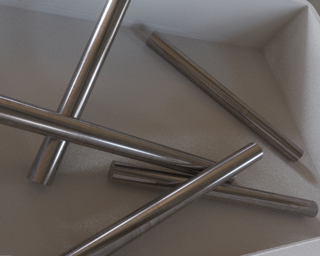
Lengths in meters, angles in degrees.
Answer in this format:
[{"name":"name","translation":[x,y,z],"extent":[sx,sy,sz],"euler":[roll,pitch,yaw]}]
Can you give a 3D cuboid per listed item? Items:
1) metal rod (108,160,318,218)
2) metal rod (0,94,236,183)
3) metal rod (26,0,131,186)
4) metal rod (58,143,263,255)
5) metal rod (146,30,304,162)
[{"name":"metal rod","translation":[0.083,0.083,0.399],"extent":[0.302,0.025,0.025],"euler":[14,56,-20]},{"name":"metal rod","translation":[-0.028,0.022,0.339],"extent":[0.302,0.025,0.025],"euler":[19,54,-31]},{"name":"metal rod","translation":[-0.071,-0.083,0.344],"extent":[0.025,0.025,0.299],"euler":[24,76,-14]},{"name":"metal rod","translation":[0.004,0.085,0.332],"extent":[0.302,0.025,0.025],"euler":[-24,75,-29]},{"name":"metal rod","translation":[0.103,-0.049,0.490],"extent":[0.300,0.025,0.025],"euler":[39,51,-2]}]
